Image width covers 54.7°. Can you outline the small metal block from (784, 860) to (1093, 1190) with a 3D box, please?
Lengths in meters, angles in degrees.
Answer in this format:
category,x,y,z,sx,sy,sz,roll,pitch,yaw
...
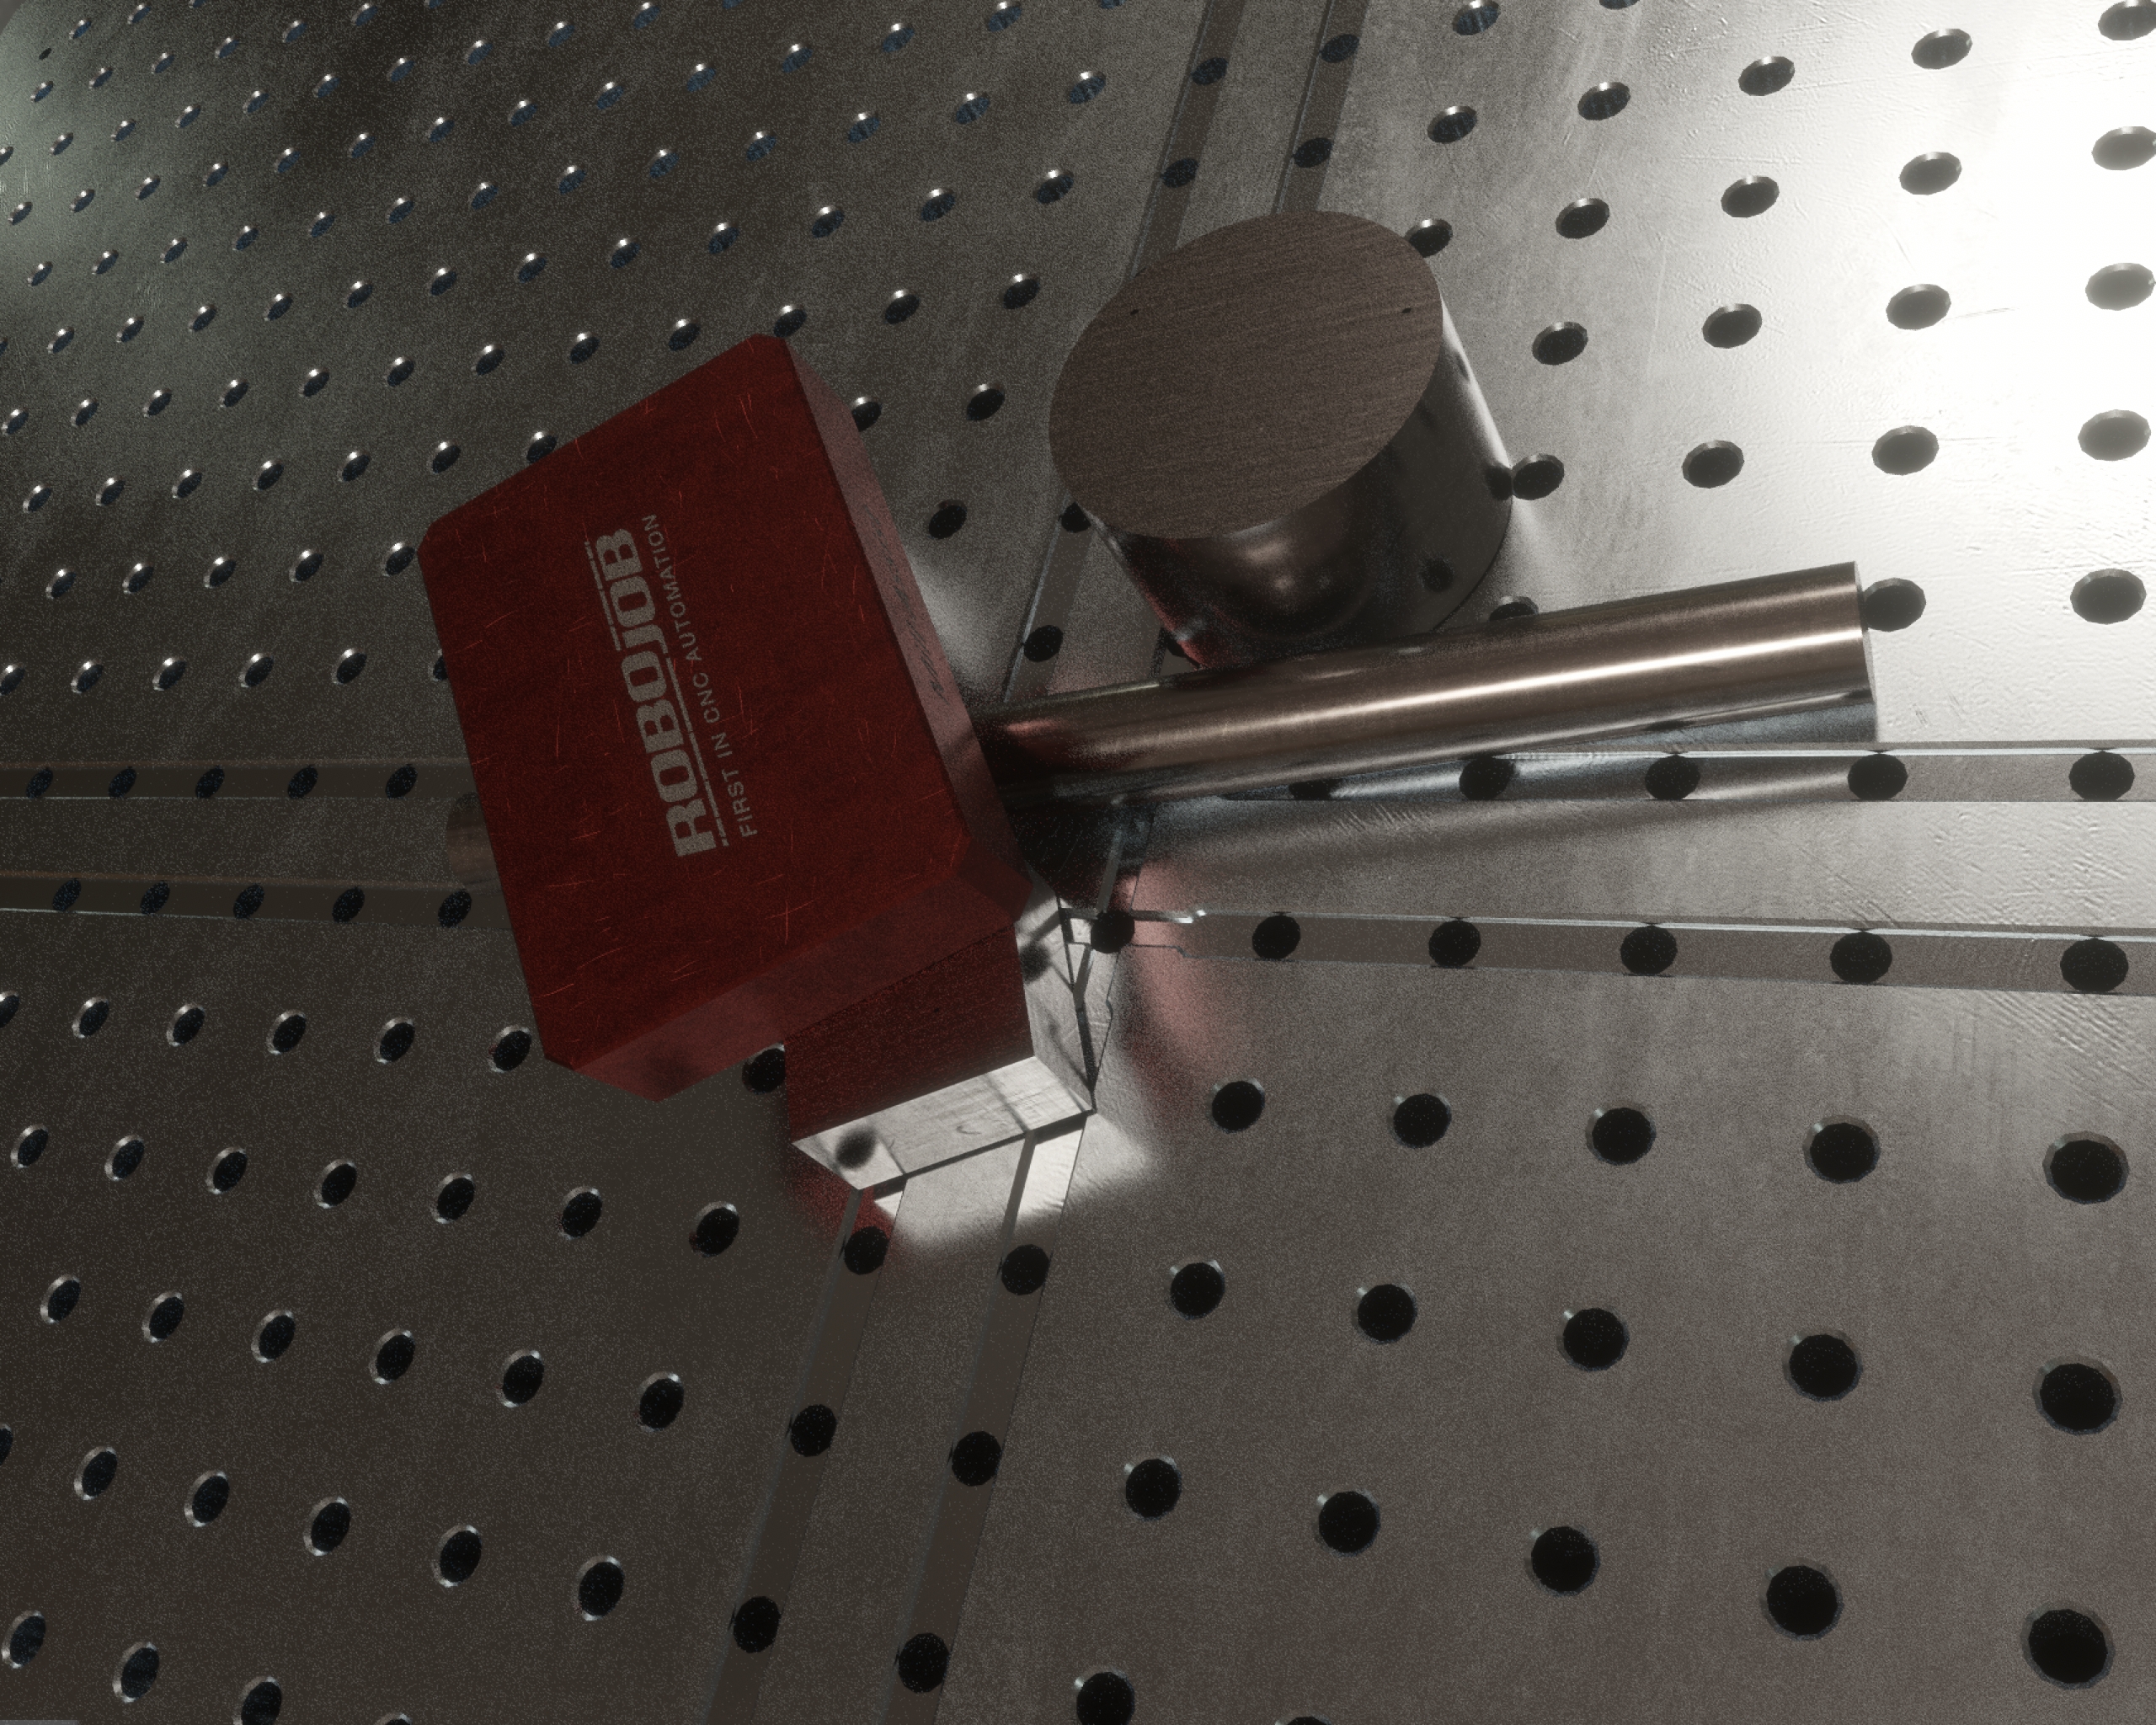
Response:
category,x,y,z,sx,sy,sz,roll,pitch,yaw
small metal block,-0.029,0.029,0.403,0.050,0.025,0.050,-21,54,15

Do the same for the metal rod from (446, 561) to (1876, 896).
category,x,y,z,sx,sy,sz,roll,pitch,yaw
metal rod,0.000,-0.022,0.421,0.301,0.025,0.025,-7,59,23

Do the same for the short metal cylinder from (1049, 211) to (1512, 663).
category,x,y,z,sx,sy,sz,roll,pitch,yaw
short metal cylinder,0.041,-0.083,0.420,0.080,0.050,0.080,-13,56,20

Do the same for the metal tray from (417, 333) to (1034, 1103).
category,x,y,z,sx,sy,sz,roll,pitch,yaw
metal tray,-0.073,-0.030,0.410,0.090,0.030,0.130,-27,64,11

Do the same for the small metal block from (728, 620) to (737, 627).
category,x,y,z,sx,sy,sz,roll,pitch,yaw
small metal block,-0.080,-0.074,0.477,0.050,0.050,0.025,-28,53,10
